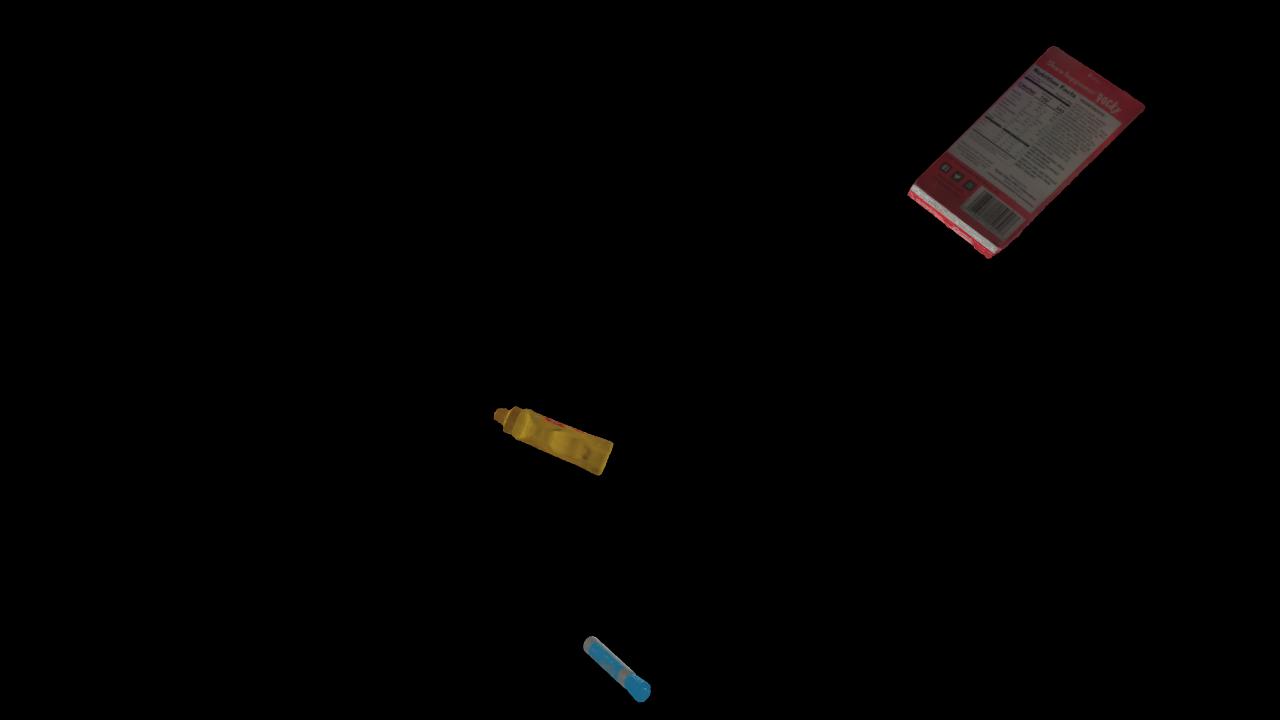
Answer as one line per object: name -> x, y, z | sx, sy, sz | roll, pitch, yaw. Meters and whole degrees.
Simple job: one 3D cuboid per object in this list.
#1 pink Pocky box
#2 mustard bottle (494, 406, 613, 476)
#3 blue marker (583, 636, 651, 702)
pink Pocky box -> 0.296, -0.161, 0.477 | 0.084, 0.155, 0.029 | 45, 0, 14
mustard bottle -> -0.133, 0.115, 0.921 | 0.184, 0.054, 0.092 | 22, 2, 1
blue marker -> -0.025, 0.314, 0.628 | 0.020, 0.020, 0.121 | 0, 0, -30
